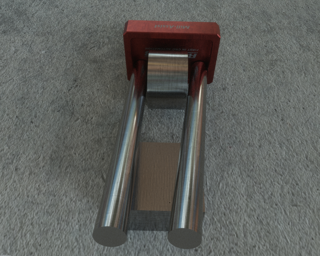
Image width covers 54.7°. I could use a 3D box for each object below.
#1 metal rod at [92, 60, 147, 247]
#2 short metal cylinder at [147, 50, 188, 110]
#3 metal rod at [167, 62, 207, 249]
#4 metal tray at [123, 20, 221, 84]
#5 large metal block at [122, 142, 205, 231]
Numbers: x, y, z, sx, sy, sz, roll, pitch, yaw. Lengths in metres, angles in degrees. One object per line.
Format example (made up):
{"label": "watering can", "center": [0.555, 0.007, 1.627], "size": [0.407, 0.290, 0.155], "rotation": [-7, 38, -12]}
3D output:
{"label": "metal rod", "center": [-0.032, -0.006, 0.350], "size": [0.025, 0.025, 0.300], "rotation": [2, 35, 1]}
{"label": "short metal cylinder", "center": [0.010, -0.065, 0.425], "size": [0.050, 0.080, 0.080], "rotation": [2, 50, 1]}
{"label": "metal rod", "center": [0.039, -0.004, 0.348], "size": [0.025, 0.025, 0.301], "rotation": [7, 35, 5]}
{"label": "metal tray", "center": [0.016, -0.109, 0.454], "size": [0.131, 0.089, 0.030], "rotation": [2, 50, 1]}
{"label": "large metal block", "center": [0.003, 0.062, 0.333], "size": [0.081, 0.050, 0.080], "rotation": [1, 50, 1]}
